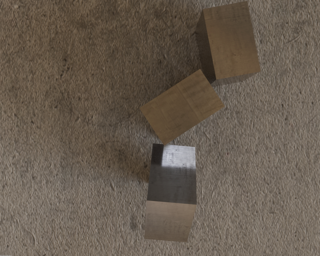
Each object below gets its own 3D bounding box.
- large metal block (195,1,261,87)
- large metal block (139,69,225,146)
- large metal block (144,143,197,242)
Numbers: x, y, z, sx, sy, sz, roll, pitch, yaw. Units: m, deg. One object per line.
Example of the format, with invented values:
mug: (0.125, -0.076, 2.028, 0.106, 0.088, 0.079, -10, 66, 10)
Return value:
large metal block: (0.080, -0.098, 0.383, 0.050, 0.080, 0.080, -11, 90, 0)
large metal block: (0.025, -0.023, 0.383, 0.080, 0.080, 0.050, -33, 90, 0)
large metal block: (0.012, 0.076, 0.366, 0.050, 0.080, 0.079, 5, 133, 0)
